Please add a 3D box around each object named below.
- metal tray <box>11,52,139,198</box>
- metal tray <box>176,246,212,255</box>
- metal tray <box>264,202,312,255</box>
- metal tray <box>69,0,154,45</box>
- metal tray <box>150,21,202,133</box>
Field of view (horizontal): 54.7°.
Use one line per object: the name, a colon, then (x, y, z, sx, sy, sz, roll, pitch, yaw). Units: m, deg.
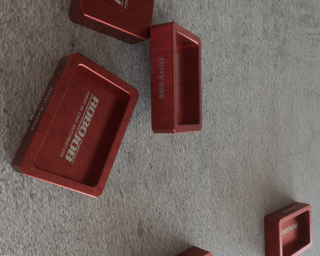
metal tray: (-0.084, -0.002, 0.330, 0.090, 0.030, 0.130, 30, 71, -36)
metal tray: (0.019, 0.228, 0.416, 0.131, 0.030, 0.089, -9, 96, -40)
metal tray: (0.258, 0.207, 0.617, 0.131, 0.030, 0.089, -5, 93, -40)
metal tray: (-0.049, -0.174, 0.360, 0.091, 0.030, 0.129, 11, 83, -39)
metal tray: (0.024, -0.059, 0.400, 0.090, 0.030, 0.129, -3, 92, -61)
